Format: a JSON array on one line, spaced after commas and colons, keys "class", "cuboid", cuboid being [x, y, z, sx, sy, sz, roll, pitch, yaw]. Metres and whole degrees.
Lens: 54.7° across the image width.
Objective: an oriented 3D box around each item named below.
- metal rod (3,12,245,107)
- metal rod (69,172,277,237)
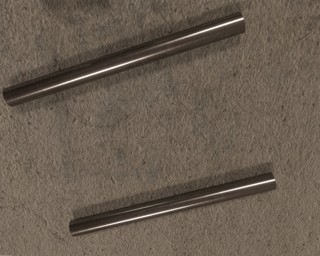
[{"class": "metal rod", "cuboid": [-0.047, -0.082, 0.378, 0.301, 0.025, 0.025, -17, 110, 5]}, {"class": "metal rod", "cuboid": [0.015, 0.112, 0.451, 0.301, 0.025, 0.025, -14, 110, 4]}]
